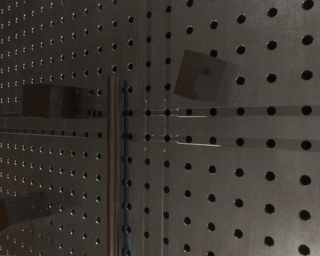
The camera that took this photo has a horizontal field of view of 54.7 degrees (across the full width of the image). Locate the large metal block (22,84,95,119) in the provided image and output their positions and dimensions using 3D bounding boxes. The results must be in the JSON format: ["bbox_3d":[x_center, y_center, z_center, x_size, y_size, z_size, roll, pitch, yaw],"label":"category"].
[{"bbox_3d":[-0.166,-0.043,0.507,0.080,0.081,0.050,7,95,39],"label":"large metal block"}]

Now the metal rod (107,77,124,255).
[{"bbox_3d":[-0.066,0.075,0.461,0.025,0.025,0.298,0,90,39],"label":"metal rod"}]

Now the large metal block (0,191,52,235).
[{"bbox_3d":[-0.269,0.163,0.591,0.080,0.081,0.050,-34,69,34],"label":"large metal block"}]

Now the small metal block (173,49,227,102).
[{"bbox_3d":[0.046,-0.058,0.353,0.025,0.050,0.050,24,105,37],"label":"small metal block"}]
